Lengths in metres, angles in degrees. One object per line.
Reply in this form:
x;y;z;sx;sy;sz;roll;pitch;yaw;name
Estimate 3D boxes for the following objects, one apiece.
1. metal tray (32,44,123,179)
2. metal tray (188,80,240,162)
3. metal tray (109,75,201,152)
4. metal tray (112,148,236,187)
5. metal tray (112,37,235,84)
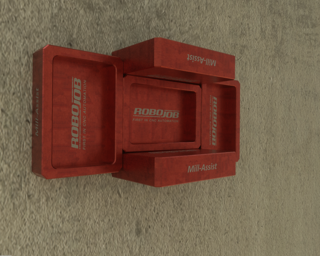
-0.086;-0.015;0.332;0.091;0.030;0.129;1;90;-40;metal tray
0.084;-0.011;0.476;0.091;0.030;0.129;1;90;-40;metal tray
-0.002;-0.016;0.404;0.131;0.030;0.089;1;90;-40;metal tray
0.019;0.044;0.380;0.131;0.090;0.030;0;90;-40;metal tray
0.018;-0.076;0.381;0.131;0.090;0.030;0;90;-40;metal tray
